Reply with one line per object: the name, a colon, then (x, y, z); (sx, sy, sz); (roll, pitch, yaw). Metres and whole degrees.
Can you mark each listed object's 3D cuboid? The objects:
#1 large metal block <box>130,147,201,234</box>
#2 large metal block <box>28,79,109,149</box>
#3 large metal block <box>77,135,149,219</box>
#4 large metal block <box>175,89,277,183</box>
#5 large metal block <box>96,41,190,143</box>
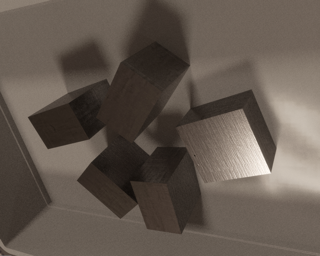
large metal block: (0.012, 0.080, 0.415); (0.050, 0.080, 0.080); (-1, 118, 28)
large metal block: (-0.112, -0.019, 0.418); (0.080, 0.080, 0.050); (-13, 112, 33)
large metal block: (-0.054, 0.065, 0.441); (0.080, 0.080, 0.050); (42, 129, -1)
large metal block: (0.078, 0.012, 0.358); (0.080, 0.050, 0.080); (-16, 110, 34)
large metal block: (-0.018, -0.042, 0.355); (0.050, 0.080, 0.079); (36, 129, 4)
